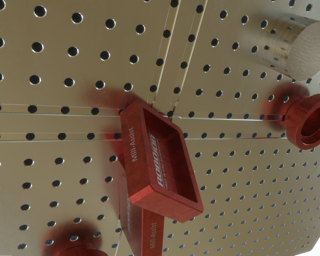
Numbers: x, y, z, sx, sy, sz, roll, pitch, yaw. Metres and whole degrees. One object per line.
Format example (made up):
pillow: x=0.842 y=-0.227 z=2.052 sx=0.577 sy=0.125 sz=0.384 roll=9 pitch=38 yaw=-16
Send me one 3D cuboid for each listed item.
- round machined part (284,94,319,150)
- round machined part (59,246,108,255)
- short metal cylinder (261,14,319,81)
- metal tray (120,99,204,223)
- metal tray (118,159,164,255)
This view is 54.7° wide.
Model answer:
round machined part: x=0.254 y=-0.015 z=0.530 sx=0.099 sy=0.042 sz=0.097 roll=-14 pitch=124 yaw=-21
round machined part: x=-0.123 y=0.218 z=0.468 sx=0.099 sy=0.042 sz=0.097 roll=-14 pitch=124 yaw=-21
short metal cylinder: x=0.190 y=-0.112 z=0.429 sx=0.081 sy=0.050 sz=0.079 roll=-14 pitch=124 yaw=-21
metal tray: x=0.000 y=0.037 z=0.364 sx=0.030 sy=0.130 sz=0.090 roll=-36 pitch=133 yaw=24
metal tray: x=-0.028 y=0.115 z=0.424 sx=0.030 sy=0.090 sz=0.129 roll=-11 pitch=123 yaw=-22
